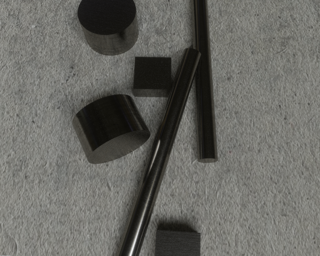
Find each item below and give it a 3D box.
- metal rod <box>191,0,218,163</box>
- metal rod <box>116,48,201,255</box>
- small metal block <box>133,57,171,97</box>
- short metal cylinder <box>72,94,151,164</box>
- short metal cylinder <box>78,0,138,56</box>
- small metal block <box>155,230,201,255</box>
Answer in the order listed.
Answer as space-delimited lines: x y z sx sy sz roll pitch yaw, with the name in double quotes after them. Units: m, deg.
0.061 -0.099 0.444 0.025 0.025 0.299 0 70 0 "metal rod"
-0.001 0.034 0.385 0.025 0.025 0.299 17 74 6 "metal rod"
-0.010 -0.071 0.434 0.050 0.025 0.050 1 70 0 "small metal block"
-0.059 0.003 0.377 0.080 0.080 0.050 -25 72 -9 "short metal cylinder"
-0.073 -0.153 0.450 0.081 0.050 0.080 0 70 0 "short metal cylinder"
0.020 0.145 0.355 0.050 0.025 0.050 3 70 1 "small metal block"
